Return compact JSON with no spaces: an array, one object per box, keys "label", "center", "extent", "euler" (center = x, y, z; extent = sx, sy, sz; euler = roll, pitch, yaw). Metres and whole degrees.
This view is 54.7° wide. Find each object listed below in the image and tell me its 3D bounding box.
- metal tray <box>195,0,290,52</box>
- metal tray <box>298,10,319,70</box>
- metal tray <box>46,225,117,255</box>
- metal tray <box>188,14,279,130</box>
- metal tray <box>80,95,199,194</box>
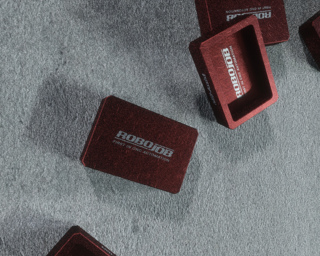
[{"label":"metal tray","center":[0.121,-0.161,0.451],"extent":[0.131,0.030,0.089],"euler":[-14,95,-20]},{"label":"metal tray","center":[0.302,-0.165,0.517],"extent":[0.131,0.030,0.090],"euler":[-38,103,-16]},{"label":"metal tray","center":[-0.084,0.194,0.375],"extent":[0.130,0.030,0.090],"euler":[44,76,-15]},{"label":"metal tray","center":[0.103,-0.074,0.421],"extent":[0.090,0.030,0.130],"euler":[-32,117,-12]},{"label":"metal tray","center":[-0.024,0.023,0.397],"extent":[0.131,0.030,0.090],"euler":[21,83,-19]}]
